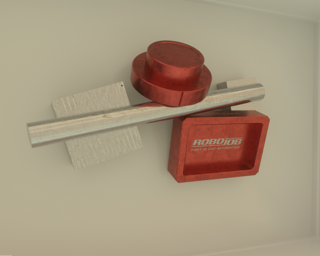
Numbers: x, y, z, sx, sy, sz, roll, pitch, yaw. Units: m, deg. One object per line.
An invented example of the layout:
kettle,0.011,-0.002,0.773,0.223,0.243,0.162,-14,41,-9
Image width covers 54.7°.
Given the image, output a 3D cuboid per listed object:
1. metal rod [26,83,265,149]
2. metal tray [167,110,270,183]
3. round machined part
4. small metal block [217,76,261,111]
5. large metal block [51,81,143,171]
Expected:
metal rod,0.006,-0.022,0.365,0.303,0.025,0.025,-12,95,-27
metal tray,0.080,0.023,0.422,0.131,0.030,0.089,-2,110,-21
round machined part,0.016,-0.072,0.375,0.099,0.098,0.042,-5,132,-20
small metal block,0.116,-0.045,0.453,0.050,0.025,0.050,-12,94,-20
large metal block,-0.076,-0.003,0.367,0.081,0.050,0.080,-19,97,-19
